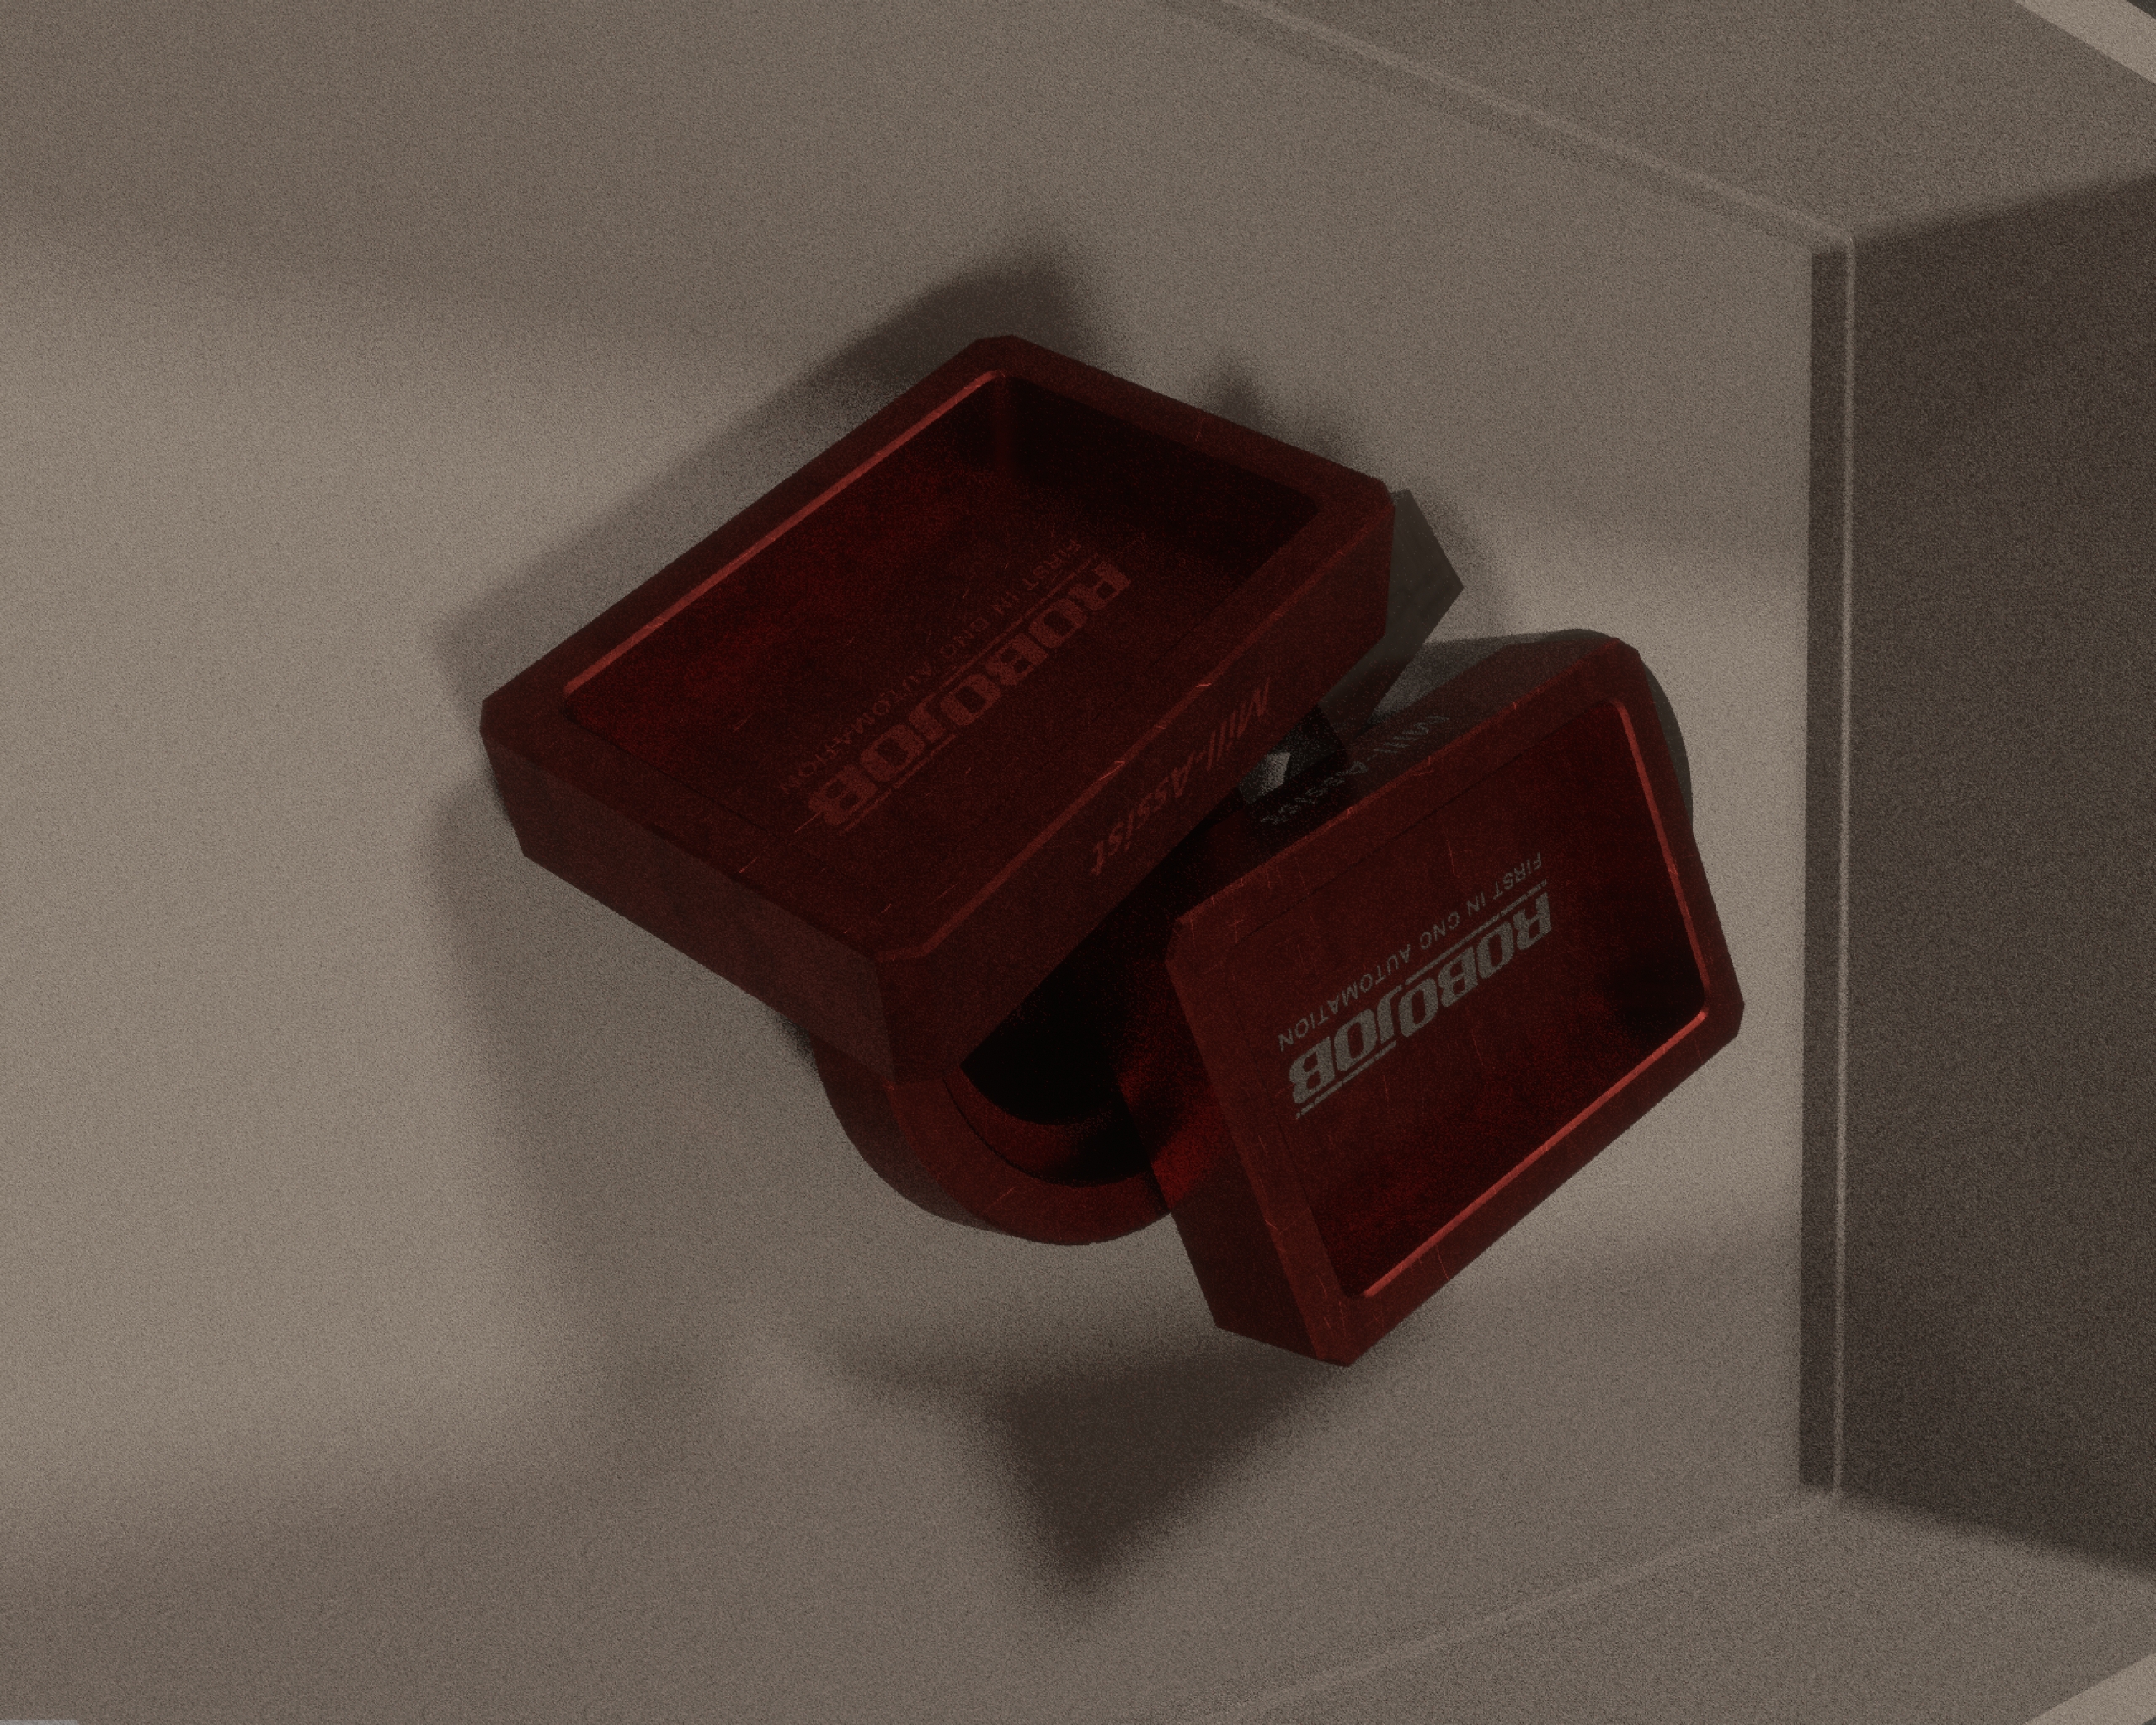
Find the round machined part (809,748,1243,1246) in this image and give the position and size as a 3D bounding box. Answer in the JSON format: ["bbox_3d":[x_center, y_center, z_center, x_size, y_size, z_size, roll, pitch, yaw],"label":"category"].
[{"bbox_3d":[-0.010,0.020,0.389,0.099,0.042,0.097,0,90,-40],"label":"round machined part"}]

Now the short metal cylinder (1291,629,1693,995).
[{"bbox_3d":[0.093,-0.011,0.468,0.081,0.050,0.079,0,90,-40],"label":"short metal cylinder"}]

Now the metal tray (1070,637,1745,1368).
[{"bbox_3d":[0.068,0.022,0.398,0.131,0.030,0.090,-31,109,-31],"label":"metal tray"}]

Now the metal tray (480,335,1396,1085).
[{"bbox_3d":[-0.019,-0.033,0.346,0.131,0.090,0.030,-44,149,-32],"label":"metal tray"}]

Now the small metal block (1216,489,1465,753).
[{"bbox_3d":[0.042,-0.048,0.425,0.050,0.050,0.025,-51,121,-29],"label":"small metal block"}]
